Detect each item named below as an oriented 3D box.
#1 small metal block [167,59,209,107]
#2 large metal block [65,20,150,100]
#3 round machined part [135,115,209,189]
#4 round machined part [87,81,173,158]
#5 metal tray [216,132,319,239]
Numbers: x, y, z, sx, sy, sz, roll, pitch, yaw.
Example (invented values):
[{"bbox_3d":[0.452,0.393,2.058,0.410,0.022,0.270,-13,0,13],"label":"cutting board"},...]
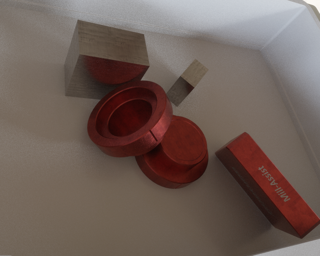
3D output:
[{"bbox_3d":[0.039,-0.066,0.452,0.025,0.050,0.050,40,51,-2],"label":"small metal block"},{"bbox_3d":[-0.069,-0.077,0.382,0.081,0.080,0.050,4,60,-27],"label":"large metal block"},{"bbox_3d":[0.020,0.024,0.393,0.099,0.042,0.098,14,56,-21],"label":"round machined part"},{"bbox_3d":[-0.031,-0.006,0.361,0.042,0.098,0.098,59,35,-44],"label":"round machined part"},{"bbox_3d":[0.128,0.070,0.391,0.030,0.090,0.130,-38,82,-5],"label":"metal tray"}]
